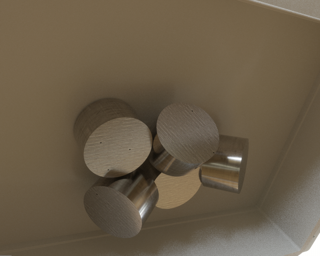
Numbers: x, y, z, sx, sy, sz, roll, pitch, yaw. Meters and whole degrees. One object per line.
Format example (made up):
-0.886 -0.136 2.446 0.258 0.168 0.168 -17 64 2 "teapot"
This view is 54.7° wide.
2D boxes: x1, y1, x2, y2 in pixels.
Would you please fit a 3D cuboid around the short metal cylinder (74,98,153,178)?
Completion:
-0.056 0.012 0.367 0.081 0.050 0.079 -14 125 -21 "short metal cylinder"

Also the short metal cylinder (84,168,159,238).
-0.048 0.091 0.394 0.050 0.080 0.079 -49 149 -54 "short metal cylinder"

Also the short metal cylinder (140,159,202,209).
0.013 0.067 0.441 0.081 0.050 0.079 -14 125 -21 "short metal cylinder"

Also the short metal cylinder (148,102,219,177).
0.026 0.015 0.386 0.081 0.080 0.050 -8 158 -25 "short metal cylinder"

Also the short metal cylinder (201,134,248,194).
0.096 0.051 0.450 0.080 0.050 0.080 8 91 -68 "short metal cylinder"
